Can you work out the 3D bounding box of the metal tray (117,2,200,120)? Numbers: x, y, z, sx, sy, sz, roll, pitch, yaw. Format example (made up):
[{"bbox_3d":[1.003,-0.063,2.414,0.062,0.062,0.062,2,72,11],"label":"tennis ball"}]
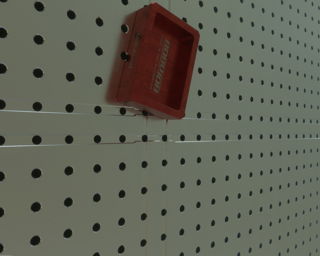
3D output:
[{"bbox_3d":[0.002,-0.084,0.409,0.091,0.030,0.129,19,78,-39],"label":"metal tray"}]
